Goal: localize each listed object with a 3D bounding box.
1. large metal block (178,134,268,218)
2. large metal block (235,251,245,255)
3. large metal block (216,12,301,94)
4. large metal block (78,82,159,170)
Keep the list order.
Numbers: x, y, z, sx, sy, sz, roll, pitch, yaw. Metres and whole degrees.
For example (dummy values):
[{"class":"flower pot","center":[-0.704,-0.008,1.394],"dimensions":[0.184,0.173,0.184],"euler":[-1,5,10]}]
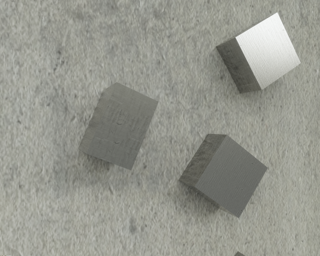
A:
[{"class":"large metal block","center":[0.087,0.064,0.430],"dimensions":[0.080,0.050,0.080],"euler":[37,78,-17]},{"class":"large metal block","center":[0.121,0.232,0.427],"dimensions":[0.080,0.080,0.050],"euler":[-46,105,-14]},{"class":"large metal block","center":[0.143,-0.107,0.450],"dimensions":[0.080,0.050,0.080],"euler":[-34,101,-17]},{"class":"large metal block","center":[-0.052,-0.002,0.361],"dimensions":[0.050,0.080,0.080],"euler":[24,82,-19]}]
